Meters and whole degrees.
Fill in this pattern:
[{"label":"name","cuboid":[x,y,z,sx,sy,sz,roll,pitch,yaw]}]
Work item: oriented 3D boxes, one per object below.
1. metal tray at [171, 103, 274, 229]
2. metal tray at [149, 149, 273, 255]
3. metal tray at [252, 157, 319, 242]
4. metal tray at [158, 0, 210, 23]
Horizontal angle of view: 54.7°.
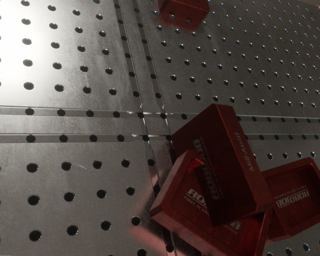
[{"label":"metal tray","cuboid":[0.068,0.047,0.372,0.030,0.090,0.130,3,59,-39]},{"label":"metal tray","cuboid":[0.063,0.096,0.360,0.130,0.030,0.090,36,52,-5]},{"label":"metal tray","cuboid":[0.195,0.099,0.452,0.131,0.030,0.090,-9,66,-32]},{"label":"metal tray","cuboid":[0.039,-0.267,0.591,0.091,0.030,0.130,7,59,-25]}]
